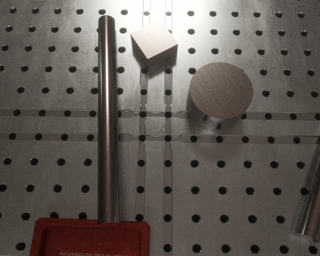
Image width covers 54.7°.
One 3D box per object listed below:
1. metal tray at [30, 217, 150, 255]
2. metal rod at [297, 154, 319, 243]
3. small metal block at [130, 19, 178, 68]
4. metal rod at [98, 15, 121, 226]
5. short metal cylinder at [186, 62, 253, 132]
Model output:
[{"bbox_3d":[-0.078,0.152,0.352,0.131,0.030,0.090,2,70,0],"label":"metal tray"},{"bbox_3d":[0.238,0.003,0.413,0.025,0.025,0.300,24,71,8],"label":"metal rod"},{"bbox_3d":[-0.009,-0.124,0.457,0.050,0.025,0.050,-29,73,-11],"label":"small metal block"},{"bbox_3d":[-0.068,-0.028,0.404,0.025,0.025,0.299,-4,64,-2],"label":"metal rod"},{"bbox_3d":[0.077,-0.040,0.414,0.081,0.050,0.080,0,70,0],"label":"short metal cylinder"}]
